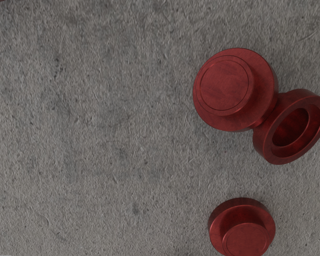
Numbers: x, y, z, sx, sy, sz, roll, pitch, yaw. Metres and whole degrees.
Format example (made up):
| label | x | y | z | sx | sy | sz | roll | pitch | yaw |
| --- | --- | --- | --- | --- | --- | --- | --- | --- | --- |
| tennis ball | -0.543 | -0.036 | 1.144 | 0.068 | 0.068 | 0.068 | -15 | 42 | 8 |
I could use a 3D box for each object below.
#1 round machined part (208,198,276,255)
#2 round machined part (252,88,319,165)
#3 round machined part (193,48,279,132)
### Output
| label | x | y | z | sx | sy | sz | roll | pitch | yaw |
| --- | --- | --- | --- | --- | --- | --- | --- | --- | --- |
| round machined part | 0.123 | 0.156 | 0.459 | 0.099 | 0.042 | 0.097 | 0 | 110 | 0 |
| round machined part | 0.156 | -0.005 | 0.387 | 0.099 | 0.042 | 0.097 | -14 | 126 | -19 |
| round machined part | 0.081 | -0.045 | 0.356 | 0.098 | 0.042 | 0.097 | -4 | 82 | 33 |
